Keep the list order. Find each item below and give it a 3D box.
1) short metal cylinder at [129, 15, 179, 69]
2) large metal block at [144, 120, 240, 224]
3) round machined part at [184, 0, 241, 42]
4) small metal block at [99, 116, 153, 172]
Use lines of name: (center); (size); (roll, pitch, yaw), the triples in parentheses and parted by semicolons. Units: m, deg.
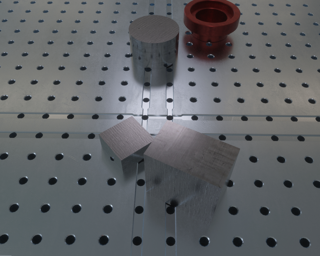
short metal cylinder: (-0.009, -0.143, 0.511); (0.081, 0.050, 0.080); (0, 50, 0)
large metal block: (0.031, 0.048, 0.332); (0.080, 0.080, 0.050); (22, 54, 17)
round machined part: (0.091, -0.192, 0.559); (0.099, 0.042, 0.098); (0, 50, 0)
small metal block: (-0.041, 0.019, 0.391); (0.050, 0.025, 0.050); (-31, 57, -24)
